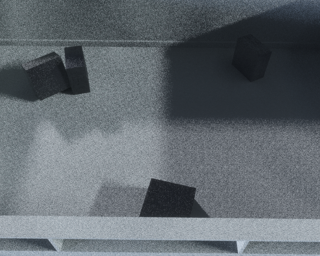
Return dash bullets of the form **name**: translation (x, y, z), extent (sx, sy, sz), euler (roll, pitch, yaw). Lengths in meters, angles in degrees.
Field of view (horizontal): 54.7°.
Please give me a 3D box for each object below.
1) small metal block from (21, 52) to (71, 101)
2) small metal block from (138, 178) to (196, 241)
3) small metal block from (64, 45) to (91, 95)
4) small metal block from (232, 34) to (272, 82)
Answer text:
- **small metal block**: translation (-0.163, -0.075, 0.448), extent (0.050, 0.050, 0.025), euler (-31, 42, -23)
- **small metal block**: translation (0.009, 0.087, 0.332), extent (0.050, 0.025, 0.050), euler (11, 51, 9)
- **small metal block**: translation (-0.122, -0.086, 0.460), extent (0.025, 0.050, 0.050), euler (-10, 51, -9)
- **small metal block**: translation (0.141, -0.109, 0.481), extent (0.025, 0.050, 0.050), euler (-22, 54, -17)
